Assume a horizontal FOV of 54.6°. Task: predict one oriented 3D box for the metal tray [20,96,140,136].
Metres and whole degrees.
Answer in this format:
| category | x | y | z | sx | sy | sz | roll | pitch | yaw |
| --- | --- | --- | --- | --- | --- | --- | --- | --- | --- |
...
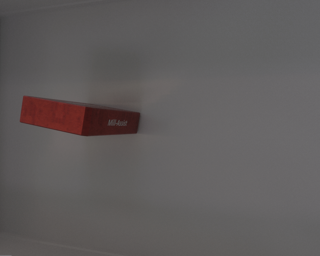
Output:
| category | x | y | z | sx | sy | sz | roll | pitch | yaw |
| --- | --- | --- | --- | --- | --- | --- | --- | --- | --- |
| metal tray | -0.092 | -0.014 | 0.388 | 0.090 | 0.130 | 0.030 | 11 | 94 | 20 |
